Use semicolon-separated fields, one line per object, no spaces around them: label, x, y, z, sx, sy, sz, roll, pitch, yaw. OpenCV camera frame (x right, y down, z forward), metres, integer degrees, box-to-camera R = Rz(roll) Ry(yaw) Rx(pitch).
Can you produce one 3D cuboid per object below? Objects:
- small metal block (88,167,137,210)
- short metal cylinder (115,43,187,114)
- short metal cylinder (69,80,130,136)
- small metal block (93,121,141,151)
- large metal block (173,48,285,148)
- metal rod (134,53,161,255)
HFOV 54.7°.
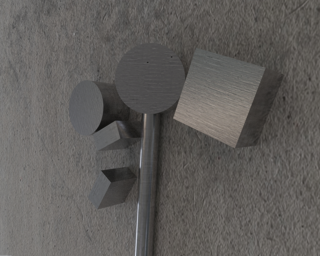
small metal block;-0.068;0.085;0.445;0.025;0.050;0.050;42;116;32
short metal cylinder;-0.007;-0.057;0.373;0.080;0.050;0.079;0;92;10
short metal cylinder;-0.091;-0.029;0.464;0.080;0.050;0.080;0;90;40
small metal block;-0.056;0.011;0.435;0.050;0.050;0.025;-28;73;36
large metal block;0.071;-0.033;0.330;0.080;0.050;0.079;28;107;36
metal rod;-0.016;0.051;0.417;0.025;0.025;0.298;6;94;40
